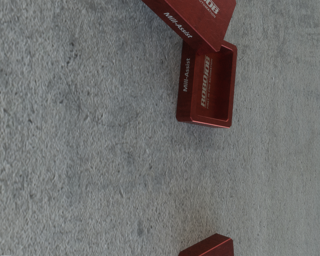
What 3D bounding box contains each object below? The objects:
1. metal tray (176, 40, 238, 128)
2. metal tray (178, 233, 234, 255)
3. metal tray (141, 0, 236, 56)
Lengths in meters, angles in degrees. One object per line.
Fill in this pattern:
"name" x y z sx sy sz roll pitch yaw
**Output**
"metal tray" 0.072 -0.069 0.460 0.091 0.030 0.129 9 84 -40
"metal tray" 0.074 0.237 0.464 0.091 0.030 0.129 -9 96 -40
"metal tray" 0.039 -0.166 0.393 0.130 0.030 0.090 33 70 -35
